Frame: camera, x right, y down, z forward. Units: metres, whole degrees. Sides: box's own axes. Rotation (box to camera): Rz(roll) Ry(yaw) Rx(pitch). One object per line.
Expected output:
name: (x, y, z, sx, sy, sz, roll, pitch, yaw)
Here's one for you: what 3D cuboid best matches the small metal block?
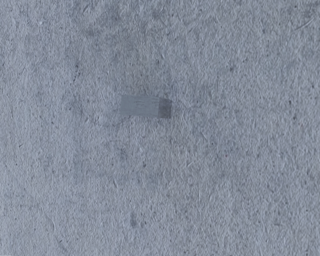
small metal block: (-0.017, -0.027, 0.401, 0.050, 0.050, 0.025, 6, 92, 19)
